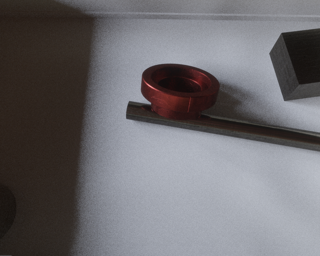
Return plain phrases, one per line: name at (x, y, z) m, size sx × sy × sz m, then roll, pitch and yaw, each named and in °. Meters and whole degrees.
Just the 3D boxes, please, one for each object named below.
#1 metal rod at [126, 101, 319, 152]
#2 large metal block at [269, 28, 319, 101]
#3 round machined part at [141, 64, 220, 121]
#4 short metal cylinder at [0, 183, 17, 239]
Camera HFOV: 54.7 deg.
metal rod at (0.106, 0.001, 0.410) m, size 0.302 × 0.025 × 0.025 m, roll 10°, pitch 70°, yaw 3°
large metal block at (0.210, -0.089, 0.432) m, size 0.081 × 0.050 × 0.080 m, roll -8°, pitch 70°, yaw -3°
round machined part at (0.024, -0.045, 0.401) m, size 0.099 × 0.042 × 0.098 m, roll 6°, pitch 33°, yaw -3°
short metal cylinder at (-0.218, 0.097, 0.358) m, size 0.081 × 0.050 × 0.080 m, roll 0°, pitch 70°, yaw 0°
